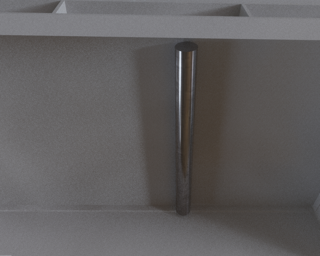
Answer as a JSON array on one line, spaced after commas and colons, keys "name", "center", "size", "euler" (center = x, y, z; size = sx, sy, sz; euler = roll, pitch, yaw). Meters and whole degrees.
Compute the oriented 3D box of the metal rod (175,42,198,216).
[{"name": "metal rod", "center": [0.034, 0.025, 0.431], "size": [0.025, 0.025, 0.298], "euler": [-2, 130, 1]}]
